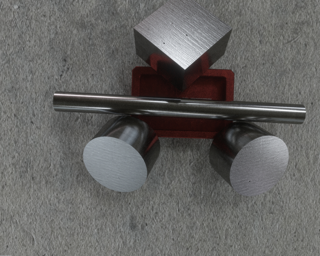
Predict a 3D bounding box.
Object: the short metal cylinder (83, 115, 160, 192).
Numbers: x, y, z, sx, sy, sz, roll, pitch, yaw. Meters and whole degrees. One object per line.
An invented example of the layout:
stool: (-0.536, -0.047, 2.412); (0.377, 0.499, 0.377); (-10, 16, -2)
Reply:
short metal cylinder: (-0.045, 0.031, 0.380); (0.080, 0.050, 0.079); (9, 123, 15)

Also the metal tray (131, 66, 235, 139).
metal tray: (0.029, -0.032, 0.409); (0.131, 0.030, 0.089); (2, 90, 0)

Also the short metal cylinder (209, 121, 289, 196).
short metal cylinder: (0.109, 0.036, 0.383); (0.081, 0.050, 0.079); (-8, 114, -18)

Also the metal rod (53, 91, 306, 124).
metal rod: (0.024, -0.025, 0.381); (0.302, 0.025, 0.025); (3, 90, -1)

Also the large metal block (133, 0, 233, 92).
large metal block: (0.026, -0.105, 0.377); (0.080, 0.050, 0.080); (42, 73, 15)
